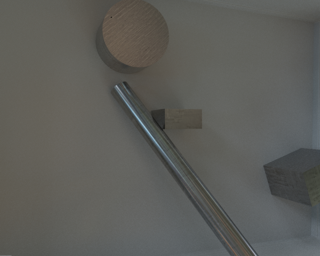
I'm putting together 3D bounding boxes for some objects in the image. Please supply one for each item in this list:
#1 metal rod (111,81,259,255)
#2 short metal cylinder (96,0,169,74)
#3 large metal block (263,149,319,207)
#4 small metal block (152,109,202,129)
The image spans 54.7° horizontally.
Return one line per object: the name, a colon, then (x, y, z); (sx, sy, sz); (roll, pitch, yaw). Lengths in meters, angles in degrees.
metal rod: (0.036, 0.066, 0.362); (0.025, 0.025, 0.299); (-33, 77, -17)
short metal cylinder: (-0.035, -0.111, 0.385); (0.081, 0.050, 0.079); (0, 90, -21)
large metal block: (0.219, 0.070, 0.465); (0.081, 0.080, 0.050); (-20, 97, -19)
small metal block: (0.021, -0.011, 0.406); (0.050, 0.050, 0.025); (0, 90, -21)
